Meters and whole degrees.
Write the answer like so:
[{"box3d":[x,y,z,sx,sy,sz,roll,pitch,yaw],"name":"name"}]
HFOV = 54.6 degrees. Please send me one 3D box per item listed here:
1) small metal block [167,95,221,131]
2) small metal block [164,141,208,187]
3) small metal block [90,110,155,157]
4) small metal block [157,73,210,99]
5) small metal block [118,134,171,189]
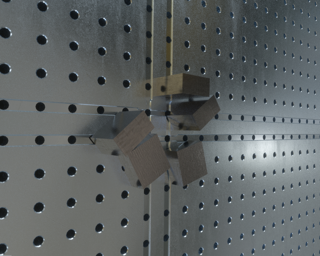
[{"box3d":[0.047,-0.021,0.431,0.050,0.050,0.025,-42,116,-32],"name":"small metal block"},{"box3d":[0.038,0.049,0.440,0.050,0.025,0.050,-18,102,-38],"name":"small metal block"},{"box3d":[-0.043,0.005,0.356,0.050,0.050,0.025,-46,118,-30],"name":"small metal block"},{"box3d":[0.031,-0.055,0.418,0.050,0.050,0.025,2,89,-40],"name":"small metal block"},{"box3d":[-0.020,0.041,0.392,0.050,0.025,0.050,-35,112,-34],"name":"small metal block"}]
